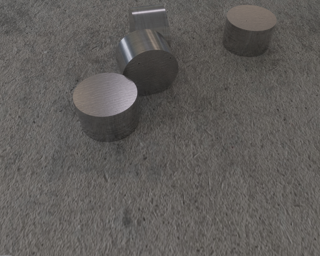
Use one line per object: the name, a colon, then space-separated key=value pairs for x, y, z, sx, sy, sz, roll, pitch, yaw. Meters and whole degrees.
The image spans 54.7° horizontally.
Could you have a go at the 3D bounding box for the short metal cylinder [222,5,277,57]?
short metal cylinder: x=0.150 y=-0.166 z=0.527 sx=0.080 sy=0.050 sz=0.080 roll=0 pitch=50 yaw=0

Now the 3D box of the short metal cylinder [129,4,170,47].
short metal cylinder: x=-0.018 y=-0.153 z=0.496 sx=0.050 sy=0.080 sz=0.080 roll=-10 pitch=51 yaw=-8

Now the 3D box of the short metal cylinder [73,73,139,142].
short metal cylinder: x=-0.069 y=-0.028 z=0.410 sx=0.080 sy=0.050 sz=0.080 roll=0 pitch=50 yaw=0

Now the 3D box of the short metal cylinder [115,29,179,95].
short metal cylinder: x=-0.020 y=-0.093 z=0.446 sx=0.081 sy=0.080 sz=0.050 roll=-13 pitch=51 yaw=-11
